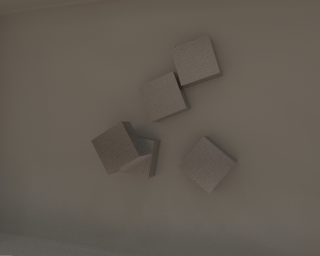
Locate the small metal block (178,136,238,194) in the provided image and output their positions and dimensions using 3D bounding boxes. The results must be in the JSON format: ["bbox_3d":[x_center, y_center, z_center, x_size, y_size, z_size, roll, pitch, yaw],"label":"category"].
[{"bbox_3d":[0.061,0.045,0.389,0.050,0.025,0.050,41,103,15],"label":"small metal block"}]

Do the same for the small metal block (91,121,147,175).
[{"bbox_3d":[-0.053,0.026,0.402,0.050,0.025,0.050,-31,80,17],"label":"small metal block"}]

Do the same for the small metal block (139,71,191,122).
[{"bbox_3d":[0.007,-0.040,0.407,0.050,0.025,0.050,-21,83,18],"label":"small metal block"}]

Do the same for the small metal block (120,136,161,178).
[{"bbox_3d":[-0.030,0.037,0.420,0.050,0.025,0.050,10,93,19],"label":"small metal block"}]

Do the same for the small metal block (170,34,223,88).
[{"bbox_3d":[0.047,-0.084,0.393,0.050,0.025,0.050,-17,84,18],"label":"small metal block"}]
